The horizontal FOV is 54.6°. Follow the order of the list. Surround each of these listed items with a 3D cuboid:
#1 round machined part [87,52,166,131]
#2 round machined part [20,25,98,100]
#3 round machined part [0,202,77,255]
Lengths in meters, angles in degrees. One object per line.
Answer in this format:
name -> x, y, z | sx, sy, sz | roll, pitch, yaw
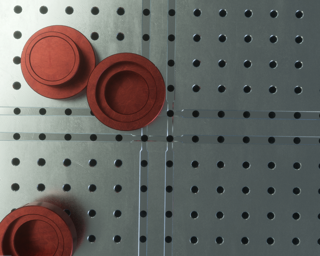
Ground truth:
round machined part -> -0.042, -0.045, 0.405 | 0.099, 0.042, 0.097 | 0, 90, 0
round machined part -> -0.133, -0.086, 0.404 | 0.099, 0.042, 0.097 | 0, 90, 0
round machined part -> -0.157, 0.144, 0.404 | 0.099, 0.042, 0.097 | 0, 90, 0
